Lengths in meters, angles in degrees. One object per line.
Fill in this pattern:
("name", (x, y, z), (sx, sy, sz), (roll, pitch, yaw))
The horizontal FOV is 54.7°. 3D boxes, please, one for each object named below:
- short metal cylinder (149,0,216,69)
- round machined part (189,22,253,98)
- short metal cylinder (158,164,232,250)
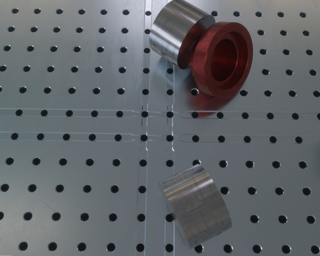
("short metal cylinder", (0.031, -0.128, 0.426), (0.050, 0.080, 0.080), (38, 74, 21))
("round machined part", (0.078, -0.092, 0.417), (0.042, 0.098, 0.098), (24, 68, 45))
("short metal cylinder", (0.038, 0.088, 0.351), (0.050, 0.080, 0.080), (-25, 72, -9))
